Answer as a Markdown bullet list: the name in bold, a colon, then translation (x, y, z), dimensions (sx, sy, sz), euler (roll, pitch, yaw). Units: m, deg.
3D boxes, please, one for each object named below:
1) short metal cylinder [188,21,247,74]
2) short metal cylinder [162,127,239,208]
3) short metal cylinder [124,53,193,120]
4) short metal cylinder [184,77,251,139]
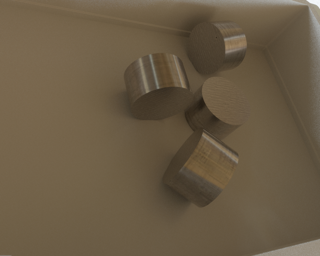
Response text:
- **short metal cylinder**: translation (0.091, -0.130, 0.498), dimensions (0.050, 0.080, 0.080), euler (-18, 71, -35)
- **short metal cylinder**: translation (0.047, 0.046, 0.367), dimensions (0.050, 0.080, 0.080), euler (36, 51, -5)
- **short metal cylinder**: translation (-0.002, -0.051, 0.400), dimensions (0.081, 0.080, 0.050), euler (0, 62, -28)
- **short metal cylinder**: translation (0.083, -0.027, 0.451), dimensions (0.081, 0.050, 0.080), euler (14, 56, -21)
